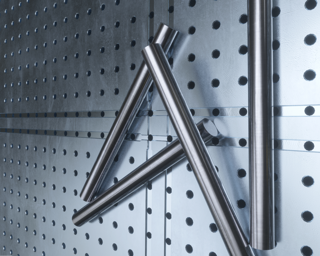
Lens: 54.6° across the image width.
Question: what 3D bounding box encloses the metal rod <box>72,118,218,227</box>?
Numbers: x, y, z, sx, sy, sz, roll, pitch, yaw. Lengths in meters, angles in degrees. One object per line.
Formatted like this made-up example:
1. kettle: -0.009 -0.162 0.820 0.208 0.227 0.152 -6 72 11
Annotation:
1. metal rod: -0.039 0.077 0.443 0.299 0.025 0.025 -38 67 33

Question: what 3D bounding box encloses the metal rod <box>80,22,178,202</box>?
1. metal rod: -0.054 -0.009 0.454 0.025 0.025 0.298 43 116 32

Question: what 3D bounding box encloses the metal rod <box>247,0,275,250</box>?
1. metal rod: 0.105 -0.027 0.323 0.025 0.025 0.298 -1 90 40

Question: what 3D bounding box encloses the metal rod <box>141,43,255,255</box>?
1. metal rod: 0.048 0.043 0.343 0.025 0.025 0.299 -29 80 36
